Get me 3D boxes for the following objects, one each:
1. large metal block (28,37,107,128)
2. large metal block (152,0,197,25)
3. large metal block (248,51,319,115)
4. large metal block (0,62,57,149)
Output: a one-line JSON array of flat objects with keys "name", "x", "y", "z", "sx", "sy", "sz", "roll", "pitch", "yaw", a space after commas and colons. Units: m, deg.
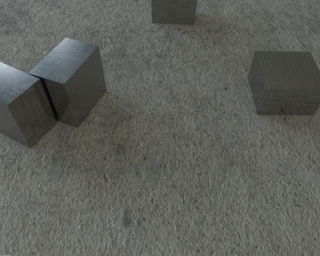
[{"name": "large metal block", "x": -0.119, "y": -0.061, "z": 0.418, "sx": 0.050, "sy": 0.080, "sz": 0.080, "roll": 17, "pitch": 52, "yaw": 14}, {"name": "large metal block", "x": 0.027, "y": -0.240, "z": 0.570, "sx": 0.080, "sy": 0.080, "sz": 0.050, "roll": 4, "pitch": 50, "yaw": 3}, {"name": "large metal block", "x": 0.178, "y": -0.065, "z": 0.442, "sx": 0.080, "sy": 0.050, "sz": 0.080, "roll": 1, "pitch": 50, "yaw": 0}, {"name": "large metal block", "x": -0.188, "y": -0.030, "z": 0.392, "sx": 0.080, "sy": 0.080, "sz": 0.050, "roll": 23, "pitch": 54, "yaw": 18}]
